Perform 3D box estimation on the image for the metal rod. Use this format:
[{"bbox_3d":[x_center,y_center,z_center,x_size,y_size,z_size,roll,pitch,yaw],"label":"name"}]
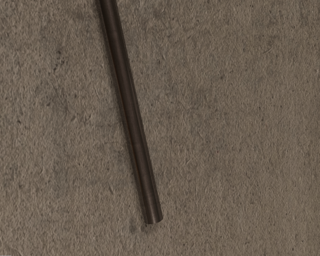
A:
[{"bbox_3d":[-0.039,-0.024,0.395,0.025,0.025,0.298,-14,95,-20],"label":"metal rod"}]
